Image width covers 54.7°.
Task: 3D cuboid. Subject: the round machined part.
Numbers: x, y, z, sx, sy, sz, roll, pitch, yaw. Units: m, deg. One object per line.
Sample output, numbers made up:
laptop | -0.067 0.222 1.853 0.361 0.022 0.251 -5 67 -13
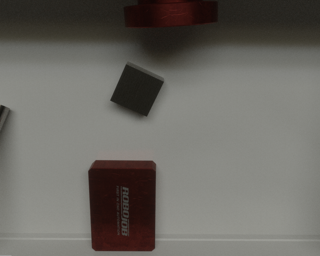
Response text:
round machined part | 0.011 -0.130 0.325 0.099 0.098 0.042 -3 110 1

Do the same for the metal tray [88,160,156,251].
metal tray | -0.052 0.112 0.443 0.091 0.030 0.129 1 105 -1

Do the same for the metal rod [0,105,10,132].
metal rod | -0.254 0.110 0.374 0.025 0.025 0.299 20 80 -8

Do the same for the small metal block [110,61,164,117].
small metal block | -0.029 -0.050 0.393 0.050 0.025 0.050 24 108 -9
